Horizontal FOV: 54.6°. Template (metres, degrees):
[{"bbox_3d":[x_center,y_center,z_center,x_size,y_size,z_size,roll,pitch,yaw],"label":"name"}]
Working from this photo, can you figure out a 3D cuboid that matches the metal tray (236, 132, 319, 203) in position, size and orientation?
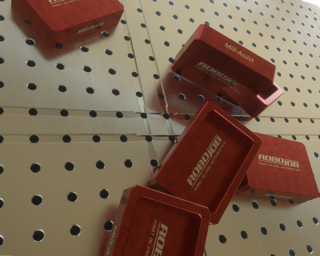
[{"bbox_3d":[0.166,0.057,0.459,0.131,0.030,0.090,11,57,-22],"label":"metal tray"}]

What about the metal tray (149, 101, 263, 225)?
[{"bbox_3d":[0.060,0.041,0.387,0.090,0.030,0.130,38,68,-3],"label":"metal tray"}]

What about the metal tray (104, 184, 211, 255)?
[{"bbox_3d":[-0.007,0.131,0.301,0.090,0.030,0.130,22,67,-15],"label":"metal tray"}]

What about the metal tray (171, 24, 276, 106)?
[{"bbox_3d":[0.093,-0.090,0.468,0.131,0.090,0.030,26,63,-12],"label":"metal tray"}]

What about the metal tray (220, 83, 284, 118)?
[{"bbox_3d":[0.132,-0.083,0.506,0.130,0.030,0.091,47,41,12],"label":"metal tray"}]

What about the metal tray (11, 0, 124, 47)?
[{"bbox_3d":[-0.127,-0.176,0.443,0.090,0.030,0.131,48,51,6],"label":"metal tray"}]
